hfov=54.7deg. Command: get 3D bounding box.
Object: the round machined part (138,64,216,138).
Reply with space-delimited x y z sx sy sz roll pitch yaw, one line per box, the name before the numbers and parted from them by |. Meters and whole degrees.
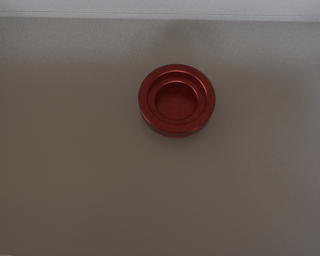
round machined part | 0.022 -0.032 0.413 0.099 0.042 0.098 0 70 -1
